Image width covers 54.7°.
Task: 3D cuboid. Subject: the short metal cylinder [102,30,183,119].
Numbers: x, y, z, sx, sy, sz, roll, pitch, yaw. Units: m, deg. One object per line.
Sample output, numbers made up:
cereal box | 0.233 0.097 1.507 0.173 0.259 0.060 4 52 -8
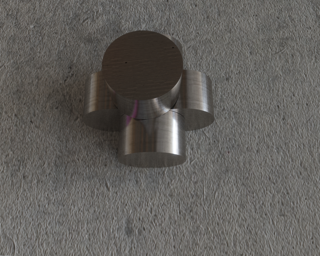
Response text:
short metal cylinder | -0.017 -0.055 0.331 0.081 0.050 0.080 0 70 0

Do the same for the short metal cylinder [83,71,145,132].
short metal cylinder | -0.055 -0.031 0.391 0.081 0.080 0.050 -1 70 -1

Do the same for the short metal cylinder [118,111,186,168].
short metal cylinder | -0.009 0.015 0.374 0.081 0.080 0.050 0 70 -1

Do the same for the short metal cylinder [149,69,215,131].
short metal cylinder | 0.027 -0.032 0.392 0.081 0.080 0.050 0 70 -1

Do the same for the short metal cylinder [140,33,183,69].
short metal cylinder | -0.009 -0.080 0.409 0.081 0.080 0.050 -2 70 -1
